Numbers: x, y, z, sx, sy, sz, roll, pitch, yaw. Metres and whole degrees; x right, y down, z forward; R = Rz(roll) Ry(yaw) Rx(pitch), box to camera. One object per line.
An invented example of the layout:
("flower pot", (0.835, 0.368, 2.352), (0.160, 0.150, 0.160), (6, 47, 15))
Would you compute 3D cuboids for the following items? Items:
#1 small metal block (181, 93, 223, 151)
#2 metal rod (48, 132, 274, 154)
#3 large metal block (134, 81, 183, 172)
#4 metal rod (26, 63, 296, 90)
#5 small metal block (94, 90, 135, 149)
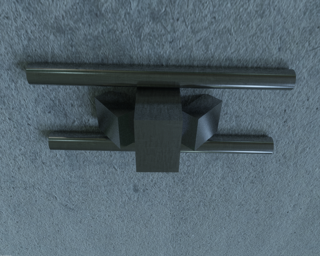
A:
("small metal block", (0.050, -0.008, 0.385), (0.025, 0.050, 0.050), (30, 138, 30))
("metal rod", (0.003, 0.021, 0.427), (0.302, 0.025, 0.025), (1, 130, -2))
("large metal block", (-0.002, -0.003, 0.373), (0.050, 0.080, 0.079), (1, 130, -1))
("metal rod", (0.003, -0.059, 0.358), (0.302, 0.025, 0.025), (1, 130, -2))
("small metal block", (-0.054, -0.011, 0.381), (0.025, 0.050, 0.050), (-28, 139, -30))
